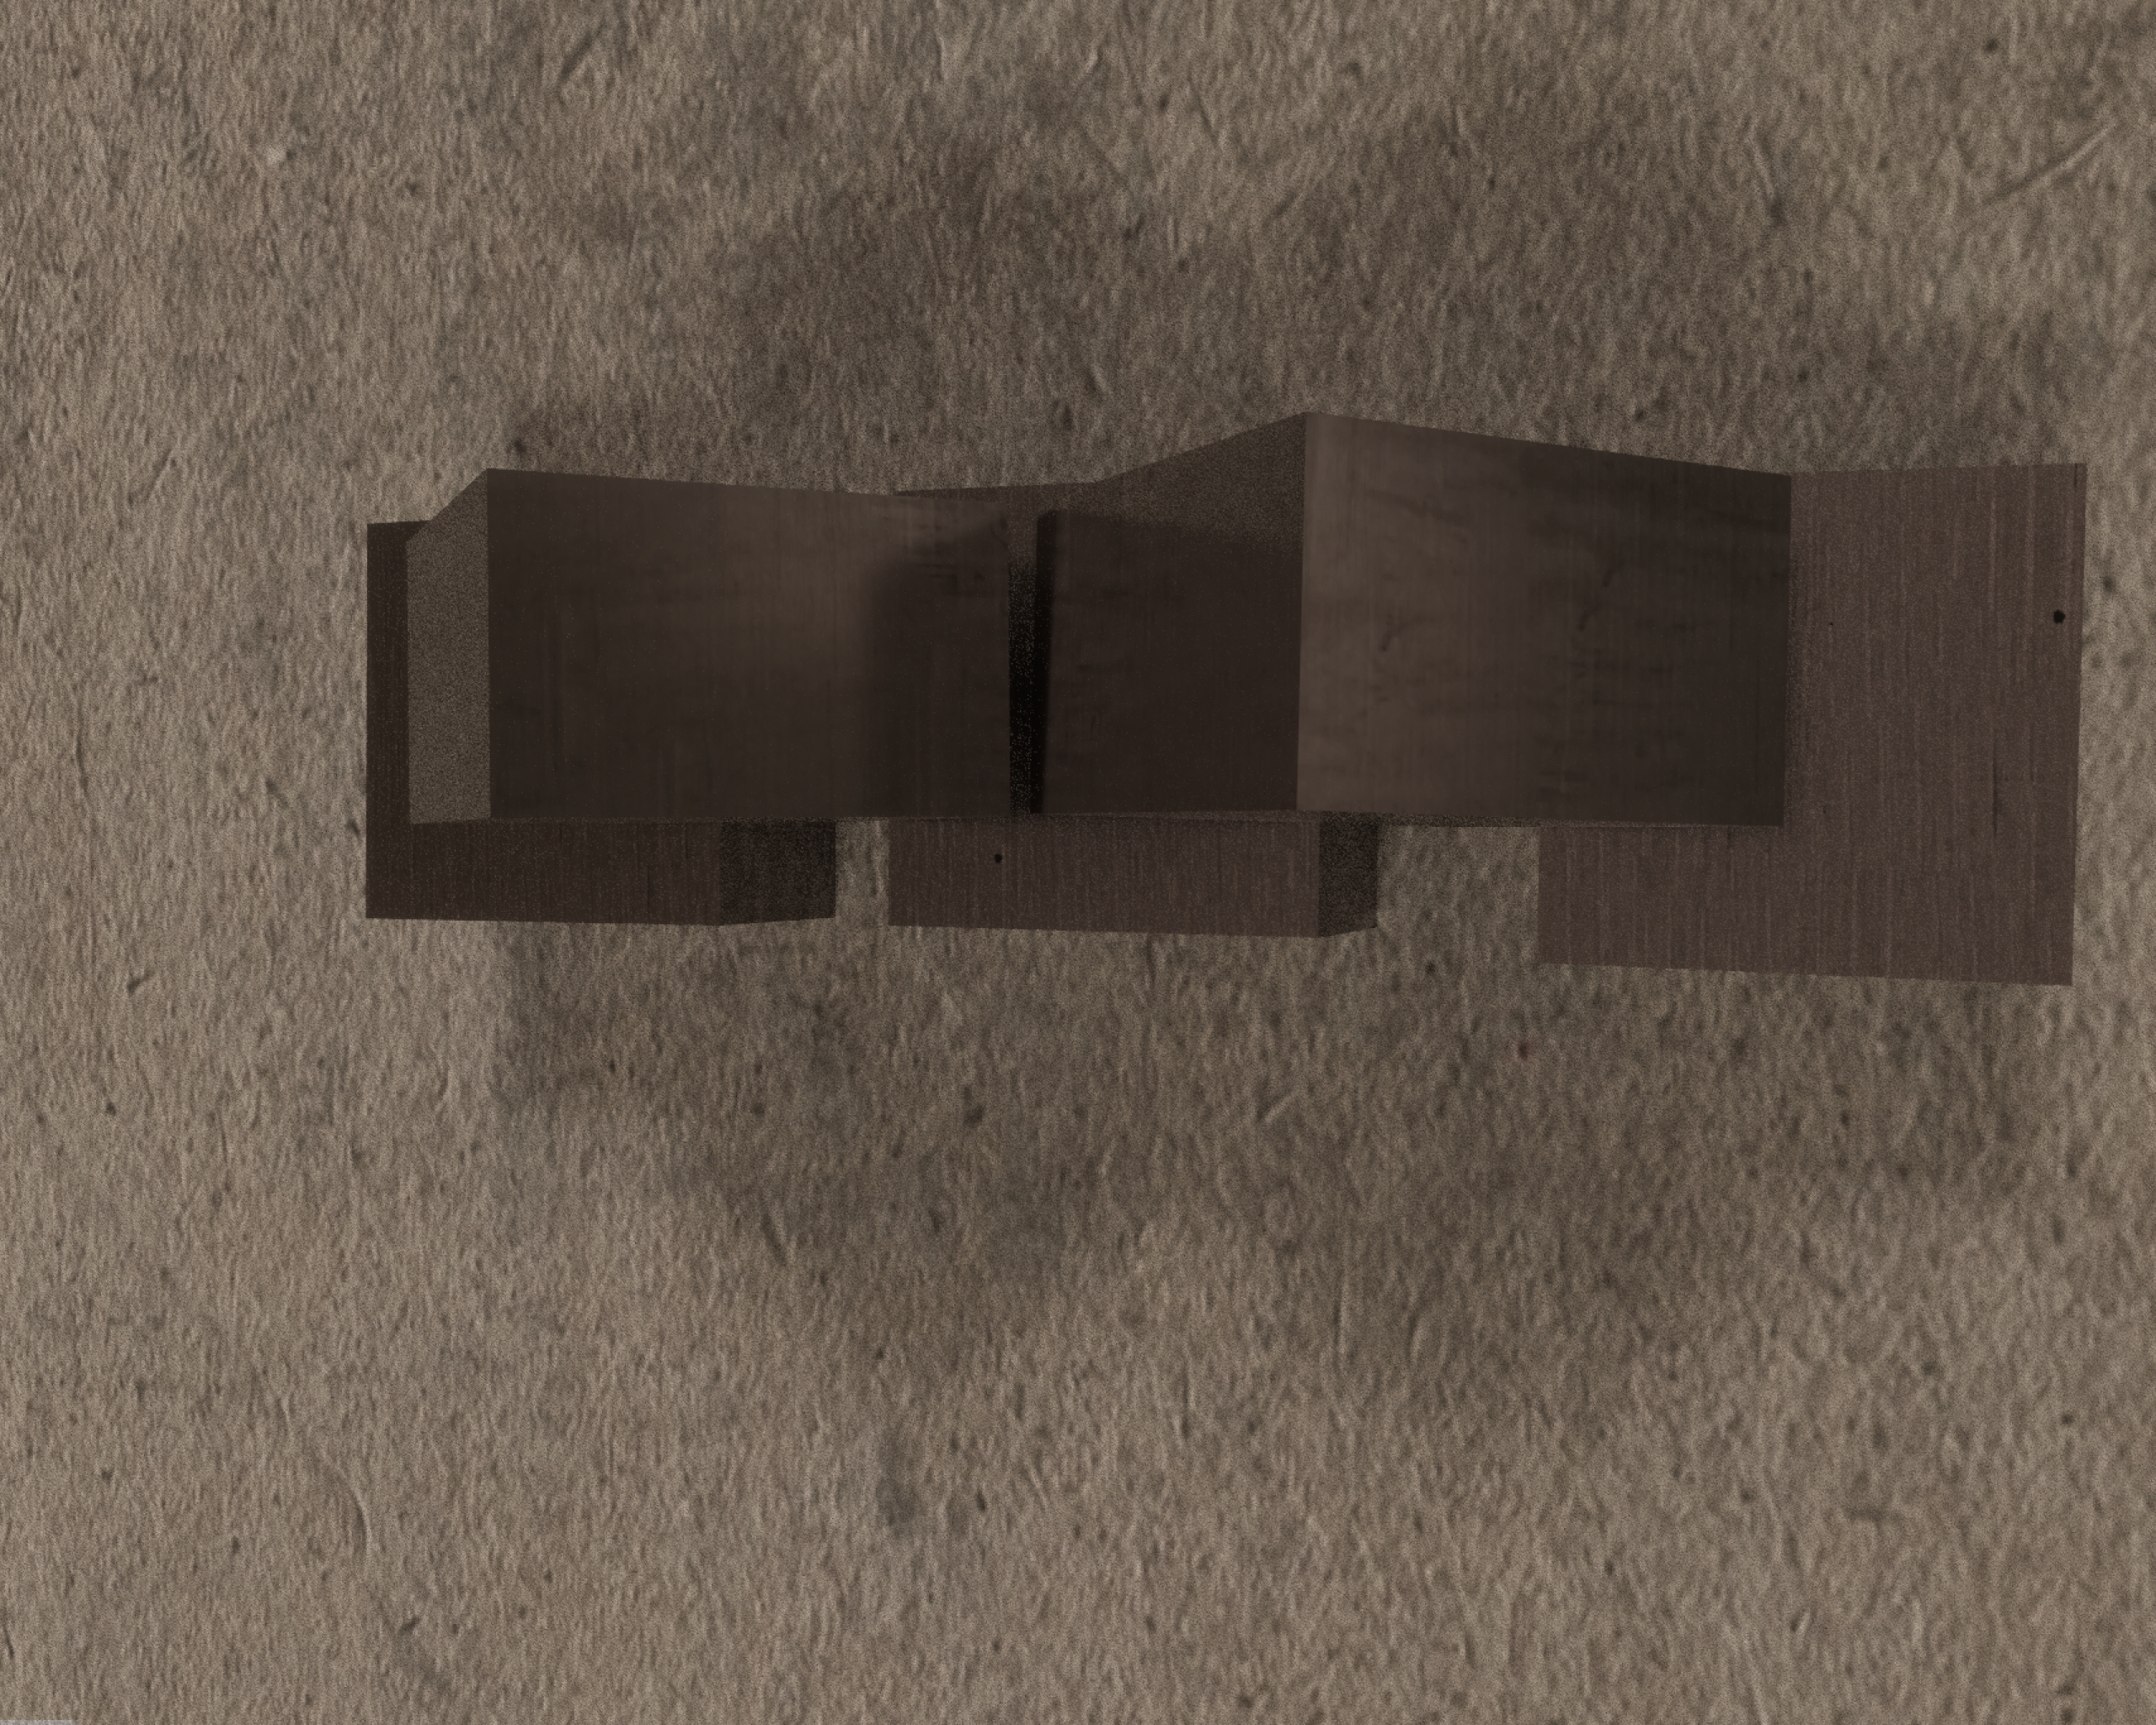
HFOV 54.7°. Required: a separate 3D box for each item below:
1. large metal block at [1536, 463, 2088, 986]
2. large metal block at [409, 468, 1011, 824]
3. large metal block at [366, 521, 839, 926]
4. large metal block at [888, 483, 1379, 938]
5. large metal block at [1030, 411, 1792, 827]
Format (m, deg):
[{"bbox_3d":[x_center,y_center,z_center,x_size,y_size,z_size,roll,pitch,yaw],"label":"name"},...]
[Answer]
[{"bbox_3d":[0.123,-0.022,0.354,0.080,0.050,0.079,2,91,19],"label":"large metal block"},{"bbox_3d":[-0.065,-0.032,0.349,0.081,0.080,0.050,-1,91,-26],"label":"large metal block"},{"bbox_3d":[-0.097,-0.028,0.430,0.080,0.050,0.079,0,90,19],"label":"large metal block"},{"bbox_3d":[0.012,-0.028,0.392,0.080,0.050,0.079,1,90,19],"label":"large metal block"},{"bbox_3d":[0.047,-0.031,0.313,0.080,0.081,0.050,2,90,64],"label":"large metal block"}]
